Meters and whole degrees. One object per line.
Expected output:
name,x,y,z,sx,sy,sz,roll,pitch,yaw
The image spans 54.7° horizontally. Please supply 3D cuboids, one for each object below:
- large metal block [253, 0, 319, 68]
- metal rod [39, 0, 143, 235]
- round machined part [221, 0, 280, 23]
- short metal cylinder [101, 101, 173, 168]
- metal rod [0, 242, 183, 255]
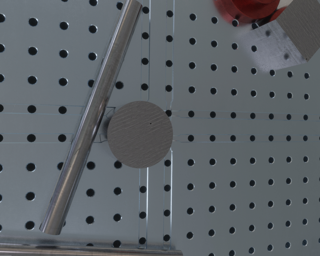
large metal block,0.206,-0.152,0.475,0.080,0.050,0.080,47,76,-14
metal rod,-0.082,-0.019,0.382,0.025,0.025,0.299,21,83,-19
round machined part,0.139,-0.209,0.454,0.099,0.042,0.097,0,90,-20
short metal cylinder,-0.030,0.008,0.388,0.081,0.050,0.080,0,90,-20
metal rod,-0.113,0.153,0.371,0.302,0.025,0.025,11,87,-20
